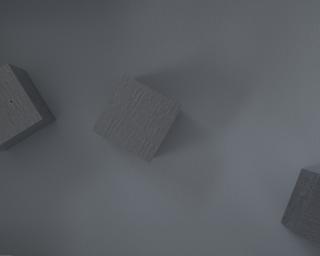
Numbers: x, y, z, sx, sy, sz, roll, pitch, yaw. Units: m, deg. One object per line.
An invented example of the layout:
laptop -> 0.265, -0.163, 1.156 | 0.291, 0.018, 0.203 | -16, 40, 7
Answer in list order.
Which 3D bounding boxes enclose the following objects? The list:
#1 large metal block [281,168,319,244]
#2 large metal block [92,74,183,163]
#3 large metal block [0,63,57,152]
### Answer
large metal block -> 0.218, 0.107, 0.400 | 0.080, 0.050, 0.080 | 21, 90, 0
large metal block -> -0.027, -0.012, 0.399 | 0.080, 0.050, 0.080 | 29, 90, 0
large metal block -> -0.197, -0.024, 0.397 | 0.080, 0.050, 0.080 | -32, 90, 0
